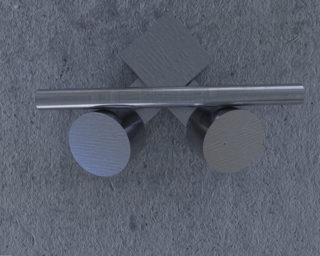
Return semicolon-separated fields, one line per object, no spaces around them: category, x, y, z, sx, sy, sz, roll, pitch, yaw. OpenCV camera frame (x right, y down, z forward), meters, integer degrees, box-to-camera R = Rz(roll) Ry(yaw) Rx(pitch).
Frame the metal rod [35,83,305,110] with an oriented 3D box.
metal rod;0.012;-0.036;0.359;0.302;0.025;0.025;-1;90;0

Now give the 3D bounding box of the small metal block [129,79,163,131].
small metal block;-0.029;-0.029;0.411;0.050;0.025;0.050;-43;90;-1

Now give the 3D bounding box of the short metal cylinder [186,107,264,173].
short metal cylinder;0.080;0.009;0.385;0.081;0.050;0.079;-6;110;-17

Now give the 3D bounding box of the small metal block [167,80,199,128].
small metal block;0.043;-0.027;0.411;0.050;0.025;0.050;-43;90;0

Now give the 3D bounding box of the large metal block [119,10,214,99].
large metal block;0.008;-0.085;0.397;0.080;0.050;0.080;-42;90;0

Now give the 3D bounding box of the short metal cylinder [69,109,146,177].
short metal cylinder;-0.064;0.013;0.384;0.080;0.050;0.079;5;108;17
